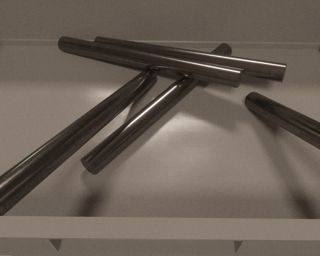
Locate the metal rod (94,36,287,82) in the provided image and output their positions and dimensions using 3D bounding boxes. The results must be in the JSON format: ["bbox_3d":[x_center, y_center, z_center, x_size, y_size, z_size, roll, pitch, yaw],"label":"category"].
[{"bbox_3d":[0.030,-0.107,0.467,0.301,0.025,0.025,15,51,22],"label":"metal rod"}]

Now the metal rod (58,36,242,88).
[{"bbox_3d":[-0.028,-0.104,0.469,0.301,0.025,0.025,16,51,21],"label":"metal rod"}]

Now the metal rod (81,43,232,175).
[{"bbox_3d":[0.012,-0.042,0.440,0.025,0.025,0.301,33,57,24],"label":"metal rod"}]

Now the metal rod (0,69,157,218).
[{"bbox_3d":[-0.072,-0.010,0.349,0.025,0.025,0.301,18,33,14],"label":"metal rod"}]

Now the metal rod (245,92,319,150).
[{"bbox_3d":[0.171,0.014,0.308,0.025,0.025,0.300,-13,24,-11],"label":"metal rod"}]
